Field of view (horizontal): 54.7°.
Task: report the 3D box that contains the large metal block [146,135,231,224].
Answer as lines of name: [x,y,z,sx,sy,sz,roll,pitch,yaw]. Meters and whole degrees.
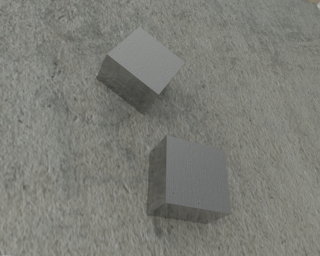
large metal block: [0.033,0.063,0.368,0.081,0.050,0.080,15,56,-20]

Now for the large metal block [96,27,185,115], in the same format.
large metal block: [-0.025,-0.079,0.424,0.080,0.050,0.080,38,51,-3]
